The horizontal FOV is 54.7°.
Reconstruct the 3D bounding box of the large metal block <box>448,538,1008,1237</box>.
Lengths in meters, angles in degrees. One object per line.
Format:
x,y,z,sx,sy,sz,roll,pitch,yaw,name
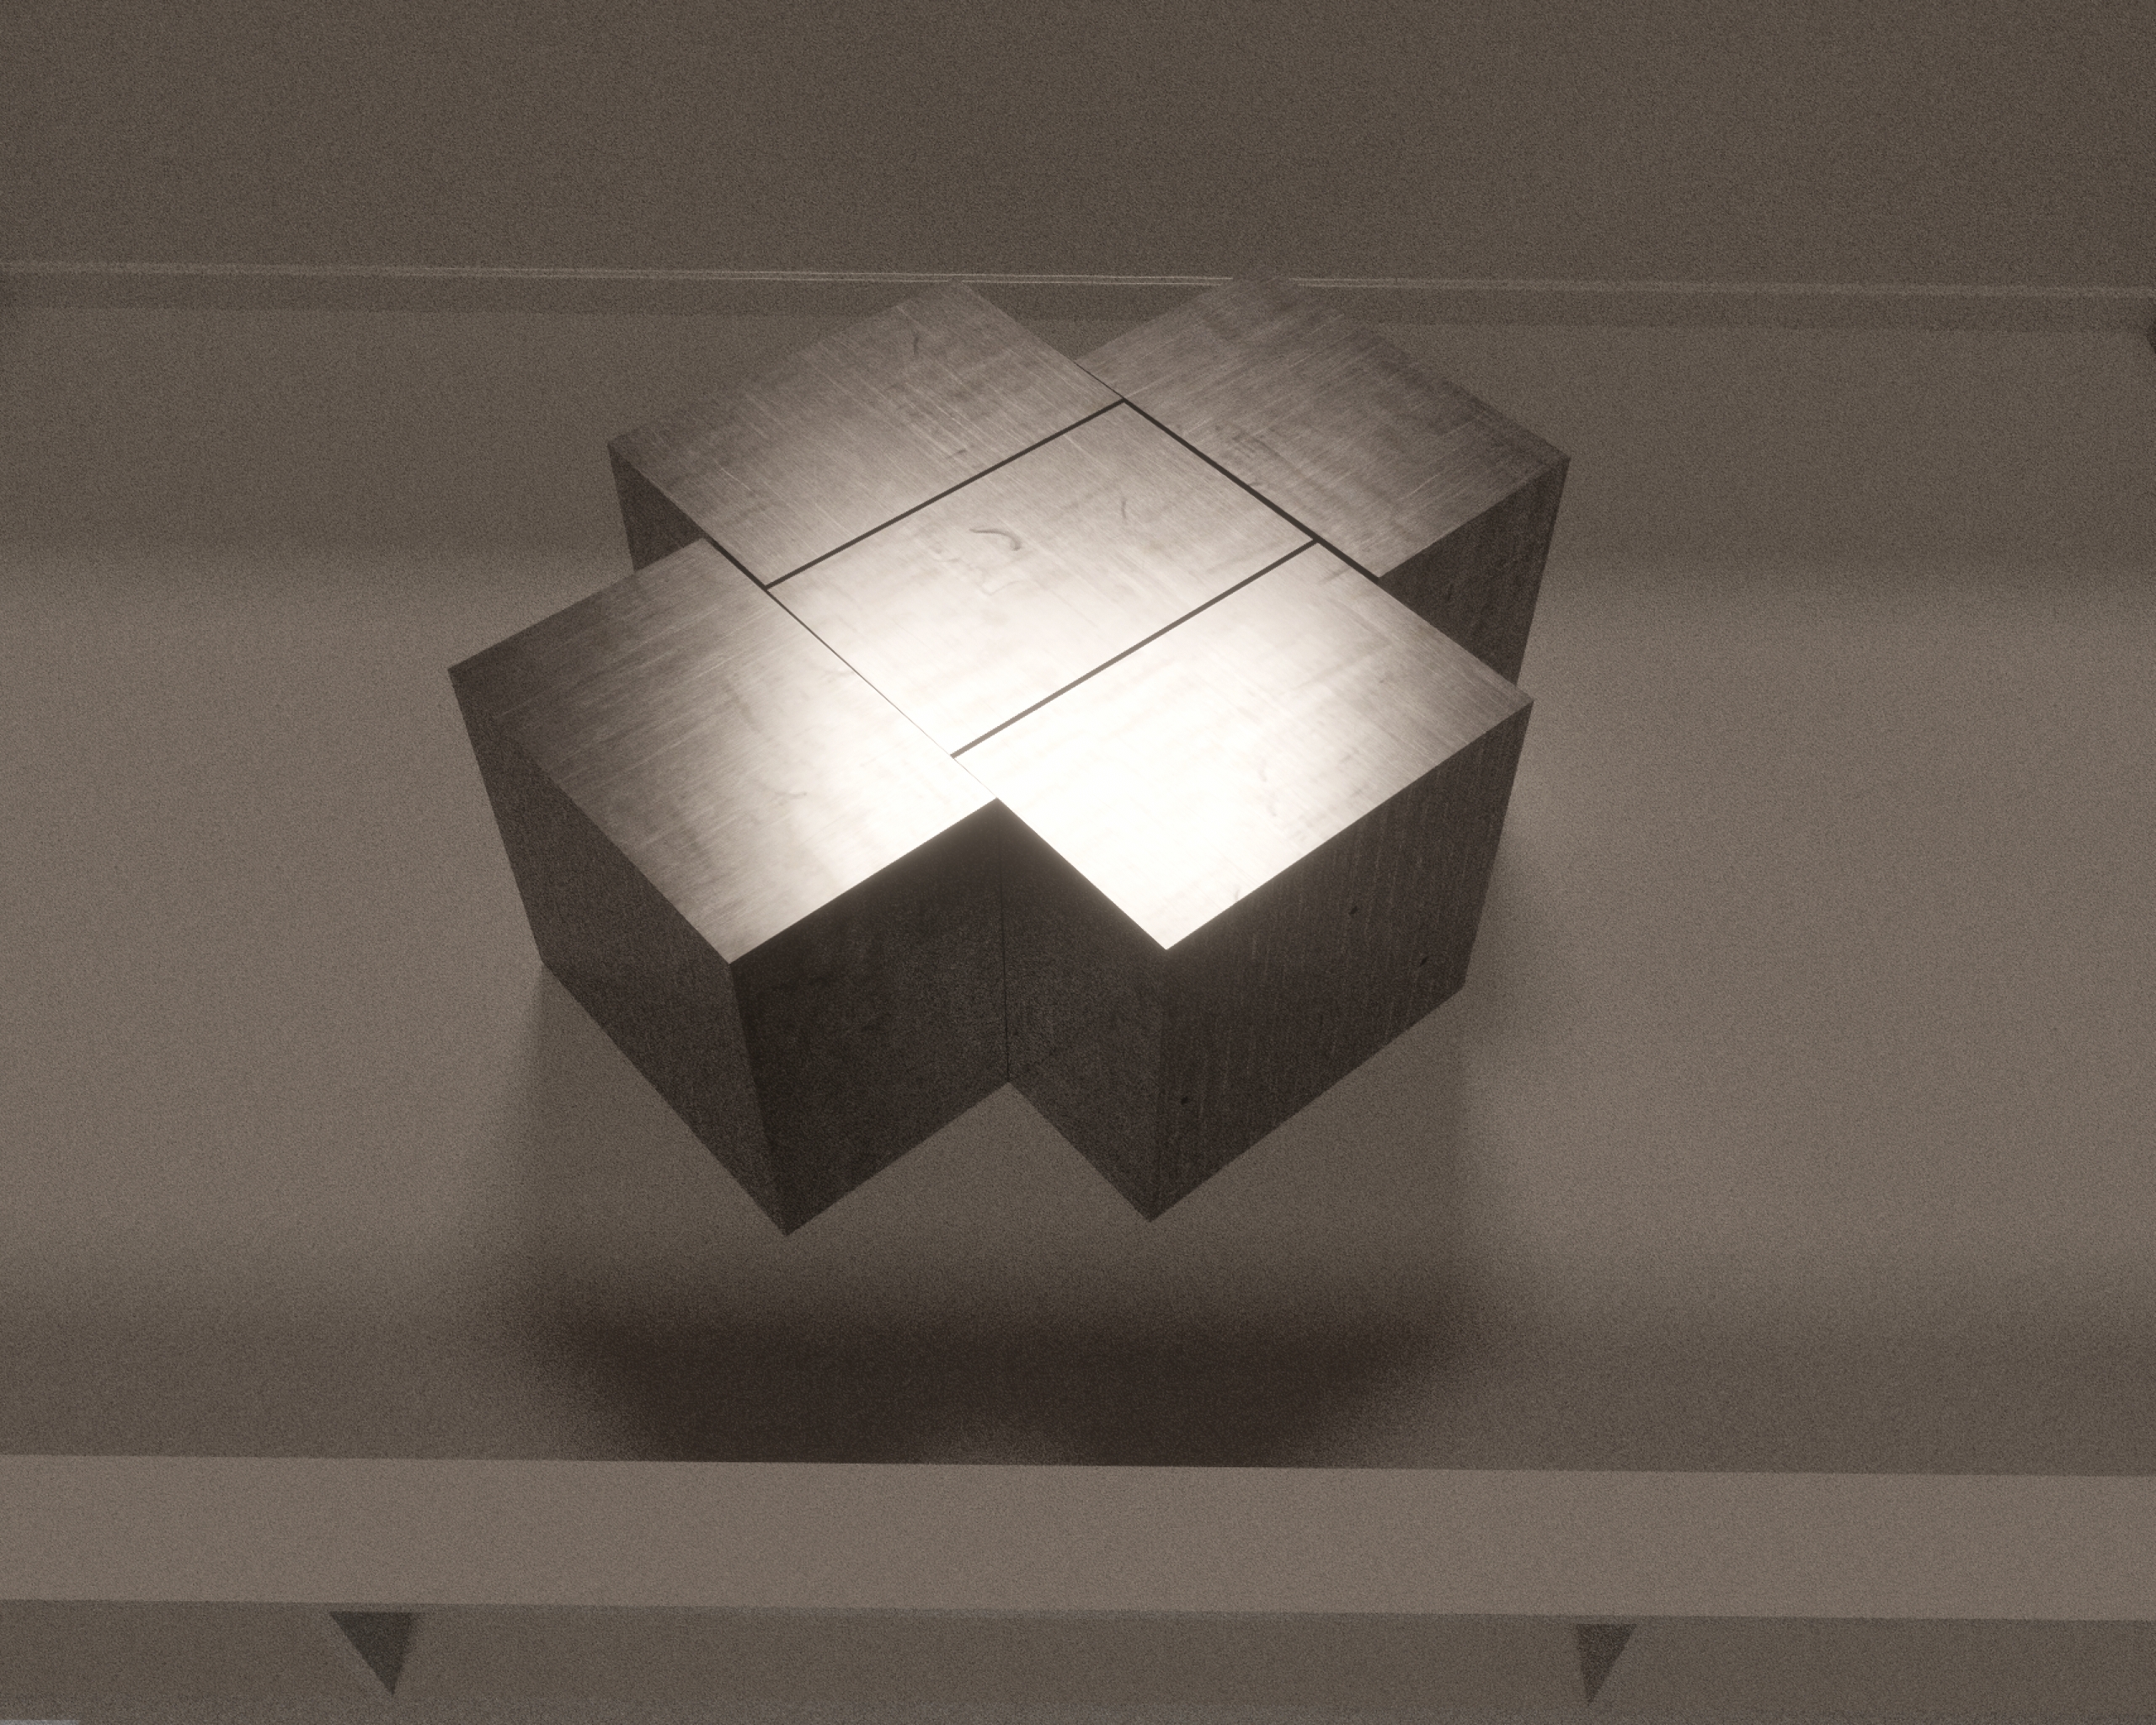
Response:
-0.058,0.004,0.364,0.050,0.080,0.080,-34,58,-25,large metal block

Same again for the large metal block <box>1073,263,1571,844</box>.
0.044,-0.059,0.419,0.050,0.080,0.080,-34,58,-25,large metal block

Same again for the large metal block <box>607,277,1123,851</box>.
-0.039,-0.056,0.414,0.080,0.080,0.050,-33,58,-25,large metal block

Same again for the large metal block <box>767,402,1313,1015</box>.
-0.006,-0.026,0.390,0.080,0.080,0.050,-33,58,-25,large metal block

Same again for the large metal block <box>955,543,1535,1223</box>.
0.027,0.004,0.366,0.080,0.080,0.050,-33,58,-25,large metal block
